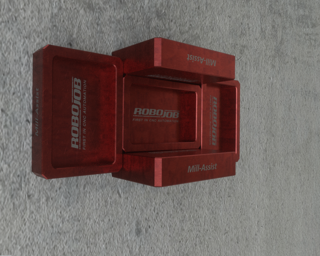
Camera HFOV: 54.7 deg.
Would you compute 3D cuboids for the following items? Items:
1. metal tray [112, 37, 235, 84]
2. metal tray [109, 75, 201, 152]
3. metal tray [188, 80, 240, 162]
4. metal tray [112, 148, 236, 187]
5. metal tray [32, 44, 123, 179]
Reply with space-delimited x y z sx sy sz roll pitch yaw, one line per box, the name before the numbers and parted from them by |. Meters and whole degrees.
metal tray | 0.018 -0.076 0.381 0.131 0.090 0.030 0 90 -40
metal tray | -0.002 -0.016 0.404 0.131 0.030 0.089 1 90 -40
metal tray | 0.084 -0.011 0.476 0.091 0.030 0.129 1 90 -40
metal tray | 0.019 0.044 0.380 0.131 0.090 0.030 0 90 -40
metal tray | -0.086 -0.015 0.332 0.091 0.030 0.129 1 90 -40
